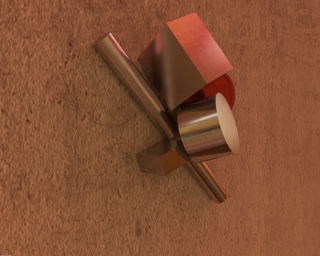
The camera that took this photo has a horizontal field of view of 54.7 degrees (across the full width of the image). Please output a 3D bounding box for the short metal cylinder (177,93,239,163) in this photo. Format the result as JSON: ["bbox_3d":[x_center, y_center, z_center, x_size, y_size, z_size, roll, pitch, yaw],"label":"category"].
[{"bbox_3d":[0.063,0.000,0.397,0.080,0.050,0.080,43,39,-47],"label":"short metal cylinder"}]

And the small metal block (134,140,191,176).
[{"bbox_3d":[0.005,0.036,0.397,0.050,0.050,0.025,-27,107,-38],"label":"small metal block"}]

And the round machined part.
[{"bbox_3d":[0.074,-0.049,0.459,0.099,0.042,0.097,0,90,-40],"label":"round machined part"}]

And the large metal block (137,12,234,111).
[{"bbox_3d":[0.028,-0.079,0.382,0.050,0.080,0.080,-33,89,-34],"label":"large metal block"}]

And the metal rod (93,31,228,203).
[{"bbox_3d":[0.015,0.003,0.421,0.025,0.025,0.300,-53,121,-27],"label":"metal rod"}]
